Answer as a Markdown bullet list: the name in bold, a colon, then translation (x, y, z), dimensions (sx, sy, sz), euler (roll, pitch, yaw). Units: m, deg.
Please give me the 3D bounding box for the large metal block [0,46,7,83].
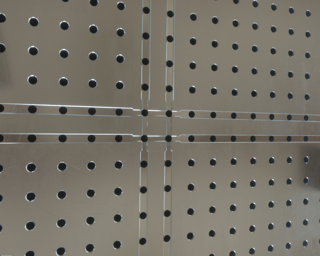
- **large metal block**: translation (-0.213, -0.085, 0.321), dimensions (0.081, 0.050, 0.080), euler (-11, 94, -20)
